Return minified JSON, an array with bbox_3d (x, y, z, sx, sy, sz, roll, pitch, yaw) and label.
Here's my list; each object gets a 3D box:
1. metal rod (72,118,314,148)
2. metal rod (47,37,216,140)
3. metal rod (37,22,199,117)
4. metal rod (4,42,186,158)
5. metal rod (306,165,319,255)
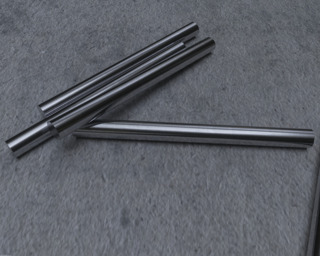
[{"bbox_3d":[0.040,0.006,0.398,0.302,0.025,0.025,3,50,1],"label":"metal rod"},{"bbox_3d":[-0.020,-0.069,0.441,0.025,0.025,0.302,36,53,26],"label":"metal rod"},{"bbox_3d":[-0.049,-0.099,0.485,0.302,0.025,0.025,-36,59,-27],"label":"metal rod"},{"bbox_3d":[-0.074,-0.053,0.446,0.302,0.025,0.025,-36,59,-27],"label":"metal rod"},{"bbox_3d":[0.181,0.084,0.334,0.025,0.025,0.301,20,52,15],"label":"metal rod"}]
